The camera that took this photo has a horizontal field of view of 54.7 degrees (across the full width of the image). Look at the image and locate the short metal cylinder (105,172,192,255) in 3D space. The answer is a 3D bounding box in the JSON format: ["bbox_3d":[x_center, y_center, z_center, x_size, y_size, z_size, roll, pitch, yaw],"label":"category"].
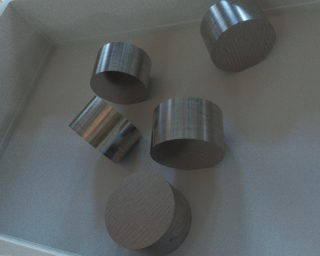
[{"bbox_3d":[-0.012,0.094,0.337,0.080,0.050,0.080,-13,56,20],"label":"short metal cylinder"}]

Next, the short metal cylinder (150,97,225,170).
[{"bbox_3d":[0.031,0.008,0.348,0.080,0.080,0.050,-10,58,22],"label":"short metal cylinder"}]

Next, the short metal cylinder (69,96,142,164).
[{"bbox_3d":[-0.070,0.003,0.404,0.080,0.080,0.050,33,80,38],"label":"short metal cylinder"}]

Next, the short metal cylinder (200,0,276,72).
[{"bbox_3d":[0.097,-0.117,0.391,0.080,0.080,0.050,-23,54,14],"label":"short metal cylinder"}]

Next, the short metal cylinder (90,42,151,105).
[{"bbox_3d":[-0.055,-0.076,0.444,0.080,0.080,0.050,-7,59,24],"label":"short metal cylinder"}]
